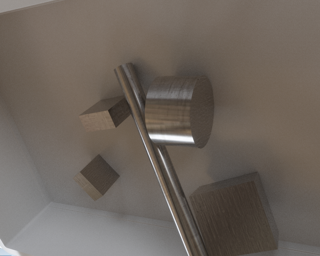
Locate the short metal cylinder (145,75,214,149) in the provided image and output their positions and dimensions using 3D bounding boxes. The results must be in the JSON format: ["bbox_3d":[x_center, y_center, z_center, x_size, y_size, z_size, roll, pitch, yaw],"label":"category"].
[{"bbox_3d":[0.025,-0.019,0.348,0.050,0.080,0.079,3,120,26],"label":"short metal cylinder"}]

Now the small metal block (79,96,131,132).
[{"bbox_3d":[-0.070,-0.020,0.416,0.050,0.050,0.025,-8,115,31],"label":"small metal block"}]

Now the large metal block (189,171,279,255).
[{"bbox_3d":[0.092,0.107,0.383,0.080,0.050,0.080,-19,87,22],"label":"large metal block"}]

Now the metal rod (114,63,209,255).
[{"bbox_3d":[0.009,0.063,0.381,0.025,0.025,0.299,-23,88,36],"label":"metal rod"}]

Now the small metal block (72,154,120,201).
[{"bbox_3d":[-0.100,0.078,0.492,0.050,0.050,0.025,48,129,-6],"label":"small metal block"}]
